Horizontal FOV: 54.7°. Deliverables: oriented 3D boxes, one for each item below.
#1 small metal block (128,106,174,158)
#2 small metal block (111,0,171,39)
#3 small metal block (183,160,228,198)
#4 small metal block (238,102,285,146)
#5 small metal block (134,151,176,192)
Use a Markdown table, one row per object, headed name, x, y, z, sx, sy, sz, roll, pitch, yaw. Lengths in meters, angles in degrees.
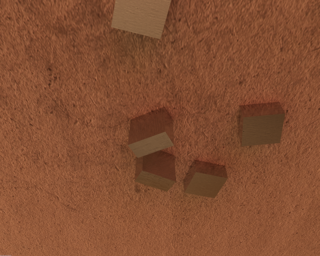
| name | x | y | z | sx | sy | sz | roll | pitch | yaw |
| --- | --- | --- | --- | --- | --- | --- | --- | --- | --- |
| small metal block | -0.011 | 0.005 | 0.395 | 0.050 | 0.050 | 0.025 | -20 | 127 | 16 |
| small metal block | -0.018 | -0.121 | 0.304 | 0.050 | 0.025 | 0.050 | 11 | 129 | -10 |
| small metal block | 0.069 | 0.079 | 0.475 | 0.050 | 0.025 | 0.050 | 12 | 129 | -11 |
| small metal block | 0.131 | -0.005 | 0.404 | 0.050 | 0.025 | 0.050 | -5 | 130 | 4 |
| small metal block | -0.007 | 0.056 | 0.439 | 0.050 | 0.050 | 0.025 | 21 | 127 | -17 |
